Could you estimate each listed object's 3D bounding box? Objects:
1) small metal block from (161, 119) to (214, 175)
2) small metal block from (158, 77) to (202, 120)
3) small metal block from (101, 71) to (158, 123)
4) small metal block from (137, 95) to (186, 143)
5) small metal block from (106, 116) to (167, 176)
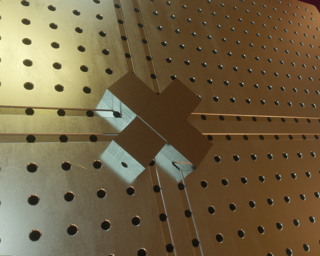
[{"bbox_3d":[0.036,0.025,0.413,0.050,0.025,0.050,42,51,0],"label":"small metal block"},{"bbox_3d":[0.025,-0.037,0.445,0.050,0.025,0.050,42,51,0],"label":"small metal block"},{"bbox_3d":[-0.040,-0.041,0.413,0.050,0.025,0.050,42,51,0],"label":"small metal block"},{"bbox_3d":[-0.002,-0.008,0.412,0.050,0.025,0.050,42,51,0],"label":"small metal block"},{"bbox_3d":[-0.028,0.021,0.381,0.050,0.025,0.050,42,51,0],"label":"small metal block"}]
